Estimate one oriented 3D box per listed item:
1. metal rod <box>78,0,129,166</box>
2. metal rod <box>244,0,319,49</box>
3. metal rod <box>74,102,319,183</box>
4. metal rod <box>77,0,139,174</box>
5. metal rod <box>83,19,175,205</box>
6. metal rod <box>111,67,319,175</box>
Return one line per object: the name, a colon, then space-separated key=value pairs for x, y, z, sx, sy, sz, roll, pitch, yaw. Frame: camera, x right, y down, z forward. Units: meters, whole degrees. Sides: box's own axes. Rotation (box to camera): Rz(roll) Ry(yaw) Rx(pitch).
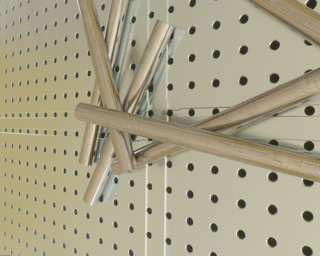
metal rod: x=-0.086 y=-0.084 z=0.481 sx=0.025 sy=0.025 sz=0.298 roll=23 pitch=105 yaw=37
metal rod: x=0.120 y=-0.122 z=0.310 sx=0.300 sy=0.025 sz=0.025 roll=49 pitch=119 yaw=29
metal rod: x=0.023 y=0.008 z=0.353 sx=0.300 sy=0.025 sz=0.025 roll=13 pitch=99 yaw=27
metal rod: x=-0.081 y=-0.082 z=0.443 sx=0.025 sy=0.025 sz=0.299 roll=-26 pitch=74 yaw=37
metal rod: x=-0.053 y=-0.010 z=0.453 sx=0.025 sy=0.025 sz=0.298 roll=39 pitch=114 yaw=33
metal rod: x=0.045 y=0.007 z=0.373 sx=0.299 sy=0.025 sz=0.025 roll=-26 pitch=74 yaw=37
